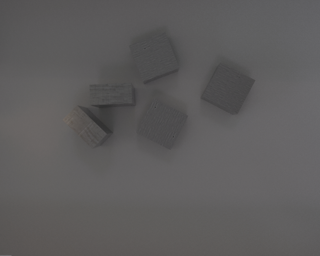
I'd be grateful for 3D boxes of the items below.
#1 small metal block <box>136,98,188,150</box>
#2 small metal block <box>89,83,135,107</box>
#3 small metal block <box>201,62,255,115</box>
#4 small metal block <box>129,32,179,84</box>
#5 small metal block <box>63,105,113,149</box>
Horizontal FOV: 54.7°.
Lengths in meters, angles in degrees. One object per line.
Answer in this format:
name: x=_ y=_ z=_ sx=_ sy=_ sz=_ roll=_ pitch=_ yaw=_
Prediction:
small metal block: x=0.003 y=-0.005 z=0.411 sx=0.050 sy=0.025 sz=0.050 roll=27 pitch=90 yaw=0
small metal block: x=-0.059 y=-0.041 z=0.398 sx=0.050 sy=0.050 sz=0.025 roll=-3 pitch=90 yaw=0
small metal block: x=0.089 y=-0.051 z=0.412 sx=0.050 sy=0.025 sz=0.050 roll=28 pitch=90 yaw=0
small metal block: x=-0.008 y=-0.092 z=0.411 sx=0.050 sy=0.025 sz=0.050 roll=-21 pitch=90 yaw=0
small metal block: x=-0.091 y=-0.001 z=0.398 sx=0.050 sy=0.050 sz=0.025 roll=44 pitch=90 yaw=0
